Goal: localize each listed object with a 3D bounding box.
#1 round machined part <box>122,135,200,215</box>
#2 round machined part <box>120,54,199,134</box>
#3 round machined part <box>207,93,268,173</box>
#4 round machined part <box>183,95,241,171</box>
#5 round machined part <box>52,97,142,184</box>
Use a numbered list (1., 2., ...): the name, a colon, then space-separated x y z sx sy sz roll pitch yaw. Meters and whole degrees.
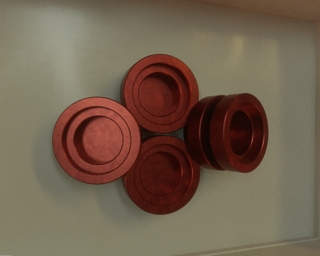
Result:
1. round machined part: -0.002 0.057 0.398 0.099 0.042 0.097 0 90 -20
2. round machined part: -0.003 -0.042 0.398 0.099 0.042 0.097 0 90 -20
3. round machined part: 0.093 0.006 0.393 0.099 0.042 0.097 0 90 -42
4. round machined part: 0.069 0.006 0.414 0.099 0.042 0.097 1 89 -42
5. round machined part: -0.070 0.014 0.363 0.099 0.042 0.097 0 90 1
